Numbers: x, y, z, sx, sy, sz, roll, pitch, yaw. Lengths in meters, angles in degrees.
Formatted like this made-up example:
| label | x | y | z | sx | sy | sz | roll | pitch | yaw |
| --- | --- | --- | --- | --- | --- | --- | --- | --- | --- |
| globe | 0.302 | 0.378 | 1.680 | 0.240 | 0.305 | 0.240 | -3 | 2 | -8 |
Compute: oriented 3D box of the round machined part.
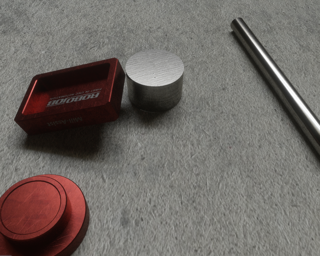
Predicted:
| label | x | y | z | sx | sy | sz | roll | pitch | yaw |
| --- | --- | --- | --- | --- | --- | --- | --- | --- | --- |
| round machined part | -0.125 | 0.089 | 0.316 | 0.099 | 0.042 | 0.098 | 0 | 50 | 0 |

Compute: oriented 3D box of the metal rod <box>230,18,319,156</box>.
| label | x | y | z | sx | sy | sz | roll | pitch | yaw |
| --- | --- | --- | --- | --- | --- | --- | --- | --- | --- |
| metal rod | 0.175 | -0.078 | 0.471 | 0.025 | 0.025 | 0.300 | -10 | 51 | -9 |

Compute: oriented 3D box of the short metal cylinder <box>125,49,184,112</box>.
| label | x | y | z | sx | sy | sz | roll | pitch | yaw |
| --- | --- | --- | --- | --- | --- | --- | --- | --- | --- |
| short metal cylinder | -0.007 | -0.069 | 0.445 | 0.081 | 0.050 | 0.080 | 1 | 50 | 0 |

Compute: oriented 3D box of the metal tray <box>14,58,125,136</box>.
| label | x | y | z | sx | sy | sz | roll | pitch | yaw |
| --- | --- | --- | --- | --- | --- | --- | --- | --- | --- |
| metal tray | -0.116 | -0.042 | 0.410 | 0.130 | 0.030 | 0.090 | -9 | 49 | 13 |
